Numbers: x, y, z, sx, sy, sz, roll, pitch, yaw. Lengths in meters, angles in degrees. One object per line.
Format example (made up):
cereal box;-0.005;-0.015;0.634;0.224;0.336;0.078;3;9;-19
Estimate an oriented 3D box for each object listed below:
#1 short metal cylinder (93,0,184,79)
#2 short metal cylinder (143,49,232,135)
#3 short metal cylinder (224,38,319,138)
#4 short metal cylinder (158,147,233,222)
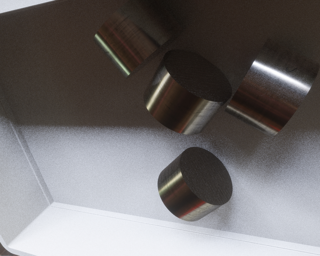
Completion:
short metal cylinder;-0.022;-0.096;0.325;0.080;0.080;0.050;-35;99;38
short metal cylinder;0.029;-0.039;0.333;0.080;0.080;0.050;36;129;4
short metal cylinder;0.104;-0.038;0.295;0.050;0.080;0.079;31;128;8
short metal cylinder;0.044;0.071;0.394;0.080;0.080;0.050;42;129;-1
